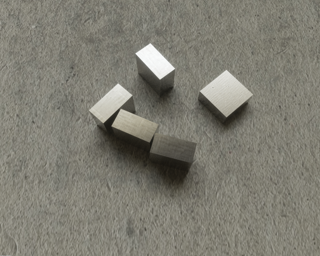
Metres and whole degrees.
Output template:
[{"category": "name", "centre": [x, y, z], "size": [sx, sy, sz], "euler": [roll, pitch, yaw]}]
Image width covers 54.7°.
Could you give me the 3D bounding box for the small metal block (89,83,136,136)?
[{"category": "small metal block", "centre": [-0.060, -0.022, 0.402], "size": [0.025, 0.050, 0.050], "euler": [41, 75, 13]}]

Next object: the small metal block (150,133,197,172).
[{"category": "small metal block", "centre": [0.016, 0.031, 0.383], "size": [0.050, 0.050, 0.025], "euler": [14, 71, 5]}]

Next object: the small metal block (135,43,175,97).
[{"category": "small metal block", "centre": [-0.006, -0.078, 0.423], "size": [0.025, 0.050, 0.050], "euler": [-38, 75, -12]}]

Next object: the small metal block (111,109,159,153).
[{"category": "small metal block", "centre": [-0.030, 0.005, 0.393], "size": [0.050, 0.050, 0.025], "euler": [23, 72, 8]}]

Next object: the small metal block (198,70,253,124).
[{"category": "small metal block", "centre": [0.089, -0.043, 0.424], "size": [0.050, 0.025, 0.050], "euler": [-39, 75, -13]}]
